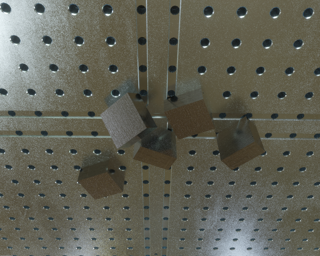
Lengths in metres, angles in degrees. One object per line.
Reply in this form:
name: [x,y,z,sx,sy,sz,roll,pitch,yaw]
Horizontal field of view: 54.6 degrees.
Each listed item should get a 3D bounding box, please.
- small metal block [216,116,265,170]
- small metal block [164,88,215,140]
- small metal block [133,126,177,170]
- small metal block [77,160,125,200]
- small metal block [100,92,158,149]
small metal block: [0.105,0.020,0.413,0.050,0.050,0.025,-35,122,26]
small metal block: [0.038,-0.017,0.397,0.050,0.025,0.050,-18,128,14]
small metal block: [-0.006,0.023,0.415,0.050,0.050,0.025,20,127,-16]
small metal block: [-0.090,0.081,0.479,0.050,0.025,0.050,-18,128,14]
small metal block: [-0.039,-0.009,0.385,0.050,0.050,0.025,-35,165,26]
